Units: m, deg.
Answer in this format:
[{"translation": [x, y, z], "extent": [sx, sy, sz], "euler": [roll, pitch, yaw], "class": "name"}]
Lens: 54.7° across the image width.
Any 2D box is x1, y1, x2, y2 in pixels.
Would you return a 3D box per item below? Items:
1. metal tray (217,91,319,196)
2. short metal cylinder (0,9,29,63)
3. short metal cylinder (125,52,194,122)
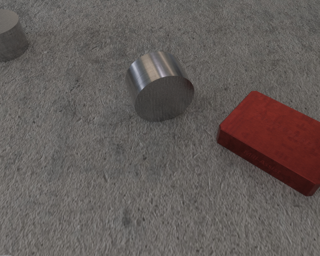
[{"translation": [0.150, 0.013, 0.390], "extent": [0.130, 0.030, 0.090], "euler": [33, 57, 24], "class": "metal tray"}, {"translation": [-0.268, -0.153, 0.514], "extent": [0.081, 0.050, 0.080], "euler": [0, 50, 0], "class": "short metal cylinder"}, {"translation": [-0.001, -0.054, 0.413], "extent": [0.081, 0.080, 0.050], "euler": [-14, 52, -12], "class": "short metal cylinder"}]
